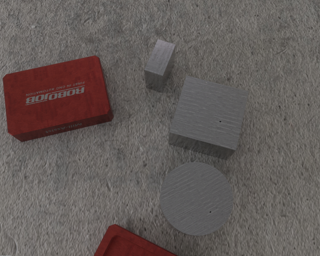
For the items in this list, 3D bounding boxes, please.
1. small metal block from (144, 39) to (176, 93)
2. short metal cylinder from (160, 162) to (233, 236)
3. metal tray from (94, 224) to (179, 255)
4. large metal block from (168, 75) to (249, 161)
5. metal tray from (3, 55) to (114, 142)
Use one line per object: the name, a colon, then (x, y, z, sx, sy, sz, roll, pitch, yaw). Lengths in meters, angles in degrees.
small metal block: (0.000, -0.084, 0.426, 0.025, 0.050, 0.050, 19, 71, 7)
short metal cylinder: (0.040, 0.085, 0.364, 0.081, 0.050, 0.080, 0, 70, 0)
metal tray: (-0.016, 0.175, 0.341, 0.130, 0.030, 0.090, 24, 72, 8)
large metal block: (0.061, -0.012, 0.400, 0.080, 0.050, 0.080, 15, 71, 5)
metal tray: (-0.137, -0.041, 0.419, 0.131, 0.030, 0.090, -14, 71, -5)
